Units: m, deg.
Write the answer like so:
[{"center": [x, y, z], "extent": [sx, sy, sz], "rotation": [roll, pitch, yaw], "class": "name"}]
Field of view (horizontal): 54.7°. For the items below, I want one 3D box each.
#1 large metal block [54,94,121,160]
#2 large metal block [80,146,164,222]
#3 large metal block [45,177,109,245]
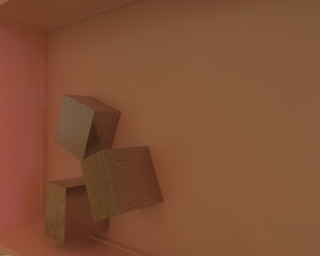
[{"center": [-0.115, -0.002, 0.486], "extent": [0.080, 0.050, 0.079], "rotation": [26, 107, 37], "class": "large metal block"}, {"center": [-0.050, 0.072, 0.412], "extent": [0.050, 0.081, 0.080], "rotation": [-27, 73, 37], "class": "large metal block"}, {"center": [-0.124, 0.121, 0.474], "extent": [0.050, 0.081, 0.079], "rotation": [4, 93, 40], "class": "large metal block"}]
